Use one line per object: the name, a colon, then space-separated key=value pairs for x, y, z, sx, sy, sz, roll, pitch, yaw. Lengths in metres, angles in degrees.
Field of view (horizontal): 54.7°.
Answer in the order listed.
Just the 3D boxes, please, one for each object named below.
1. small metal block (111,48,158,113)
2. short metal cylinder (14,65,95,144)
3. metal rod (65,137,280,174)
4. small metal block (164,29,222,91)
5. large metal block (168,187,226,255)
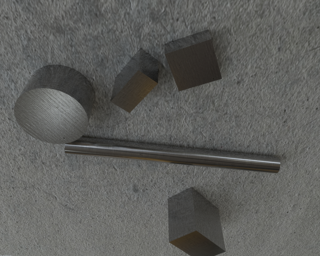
small metal block: x=-0.028 y=-0.053 z=0.345 sx=0.025 sy=0.050 sz=0.050 roll=32 pitch=123 yaw=-24
short metal cylinder: x=-0.122 y=-0.027 z=0.366 sx=0.081 sy=0.050 sz=0.079 roll=0 pitch=130 yaw=0
metal rod: x=0.022 y=0.039 z=0.440 sx=0.302 sy=0.025 sz=0.025 roll=6 pitch=130 yaw=-6
small metal block: x=0.037 y=-0.074 z=0.345 sx=0.050 sy=0.025 sz=0.050 roll=-16 pitch=129 yaw=12
large metal block: x=0.058 y=0.157 z=0.506 sx=0.050 sy=0.080 sz=0.080 roll=-32 pitch=123 yaw=24
